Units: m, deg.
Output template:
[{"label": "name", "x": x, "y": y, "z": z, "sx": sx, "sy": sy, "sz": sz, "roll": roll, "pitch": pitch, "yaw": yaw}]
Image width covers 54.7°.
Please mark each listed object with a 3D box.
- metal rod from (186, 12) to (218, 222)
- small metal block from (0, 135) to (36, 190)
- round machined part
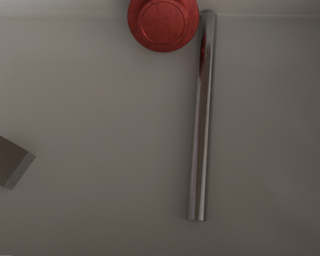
[{"label": "metal rod", "x": 0.059, "y": -0.029, "z": 0.420, "sx": 0.025, "sy": 0.025, "sz": 0.299, "roll": 6, "pitch": 70, "yaw": 2}, {"label": "small metal block", "x": -0.197, "y": 0.043, "z": 0.392, "sx": 0.050, "sy": 0.025, "sz": 0.050, "roll": 27, "pitch": 72, "yaw": 9}, {"label": "round machined part", "x": 0.004, "y": -0.148, "z": 0.422, "sx": 0.099, "sy": 0.097, "sz": 0.042, "roll": 2, "pitch": 37, "yaw": 0}]
